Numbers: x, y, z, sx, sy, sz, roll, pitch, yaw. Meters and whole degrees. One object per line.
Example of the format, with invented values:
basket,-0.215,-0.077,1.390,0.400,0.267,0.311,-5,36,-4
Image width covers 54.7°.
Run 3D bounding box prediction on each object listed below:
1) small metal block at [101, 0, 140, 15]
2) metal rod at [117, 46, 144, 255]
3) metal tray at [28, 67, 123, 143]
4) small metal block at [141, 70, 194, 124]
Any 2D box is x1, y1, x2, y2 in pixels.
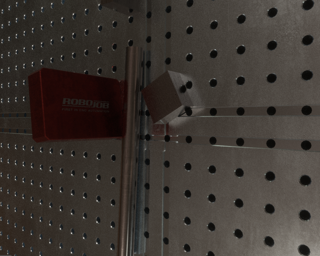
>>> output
small metal block,-0.055,-0.193,0.436,0.025,0.050,0.050,3,92,40
metal rod,-0.043,0.036,0.442,0.025,0.025,0.298,5,93,39
metal tray,-0.110,-0.028,0.429,0.030,0.131,0.089,-11,83,39
small metal block,0.009,-0.038,0.400,0.050,0.025,0.050,-33,70,35
